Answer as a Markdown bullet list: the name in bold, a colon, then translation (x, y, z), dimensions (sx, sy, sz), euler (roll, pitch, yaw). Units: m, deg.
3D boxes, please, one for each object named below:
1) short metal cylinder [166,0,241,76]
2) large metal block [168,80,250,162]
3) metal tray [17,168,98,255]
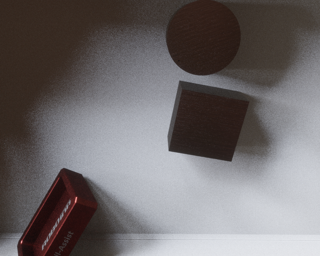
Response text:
- **short metal cylinder**: translation (0.047, -0.105, 0.360), dimensions (0.081, 0.050, 0.079), euler (0, 110, -1)
- **large metal block**: translation (0.057, -0.010, 0.395), dimensions (0.081, 0.050, 0.079), euler (10, 110, -4)
- **metal tray**: translation (-0.137, 0.128, 0.404), dimensions (0.030, 0.090, 0.130), euler (29, 93, -33)
